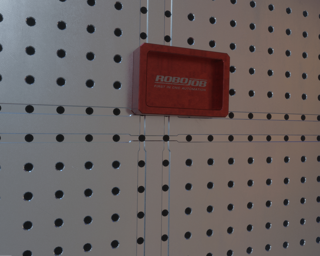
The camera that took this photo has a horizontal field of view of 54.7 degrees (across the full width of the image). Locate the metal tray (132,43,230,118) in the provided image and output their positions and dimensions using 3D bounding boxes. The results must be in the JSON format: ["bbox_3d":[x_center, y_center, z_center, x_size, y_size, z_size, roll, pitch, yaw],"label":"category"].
[{"bbox_3d":[0.030,-0.061,0.422,0.131,0.030,0.089,2,90,-21],"label":"metal tray"}]
